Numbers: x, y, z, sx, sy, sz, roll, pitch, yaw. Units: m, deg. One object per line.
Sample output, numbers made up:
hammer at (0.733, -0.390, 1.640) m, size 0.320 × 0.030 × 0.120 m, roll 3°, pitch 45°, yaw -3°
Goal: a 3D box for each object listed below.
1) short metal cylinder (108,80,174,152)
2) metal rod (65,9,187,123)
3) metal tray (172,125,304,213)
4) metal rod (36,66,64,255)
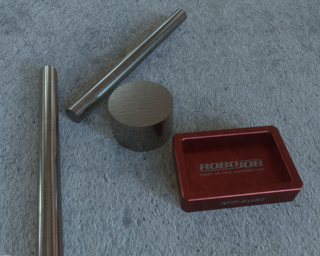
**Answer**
short metal cylinder at (-0.023, -0.016, 0.400) m, size 0.081 × 0.050 × 0.080 m, roll 0°, pitch 50°, yaw 0°
metal rod at (-0.039, -0.114, 0.498) m, size 0.025 × 0.025 × 0.301 m, roll 25°, pitch 54°, yaw 19°
metal tray at (0.084, 0.045, 0.362) m, size 0.131 × 0.030 × 0.090 m, roll -5°, pitch 50°, yaw -4°
metal rod at (-0.136, 0.026, 0.379) m, size 0.025 × 0.025 × 0.300 m, roll -10°, pitch 51°, yaw -9°
